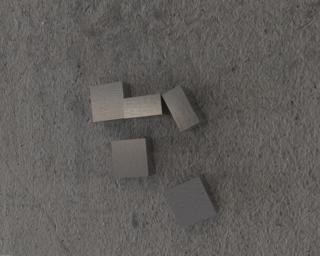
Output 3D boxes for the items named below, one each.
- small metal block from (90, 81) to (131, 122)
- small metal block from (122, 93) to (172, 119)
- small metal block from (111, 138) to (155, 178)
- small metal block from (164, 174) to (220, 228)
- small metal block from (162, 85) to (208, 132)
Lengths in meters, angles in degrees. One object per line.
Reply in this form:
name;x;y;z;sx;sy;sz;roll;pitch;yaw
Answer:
small metal block;-0.067;-0.036;0.433;0.050;0.025;0.050;-6;88;19
small metal block;-0.014;-0.027;0.400;0.050;0.050;0.025;-6;88;20
small metal block;-0.036;0.040;0.422;0.050;0.025;0.050;-5;88;20
small metal block;0.041;0.092;0.394;0.050;0.025;0.050;-27;81;18
small metal block;0.032;-0.023;0.384;0.025;0.050;0.050;-30;81;18
